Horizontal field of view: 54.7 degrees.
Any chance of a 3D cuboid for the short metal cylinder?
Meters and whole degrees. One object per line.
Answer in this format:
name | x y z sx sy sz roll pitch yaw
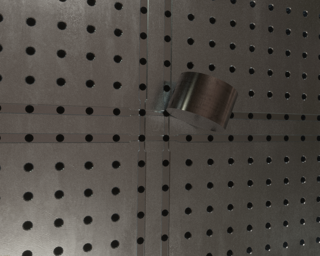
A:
short metal cylinder | 0.055 -0.033 0.405 0.080 0.080 0.050 24 82 -19
